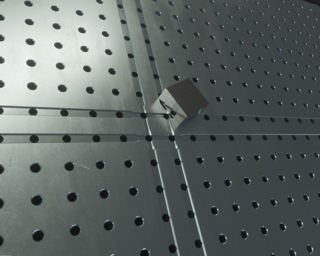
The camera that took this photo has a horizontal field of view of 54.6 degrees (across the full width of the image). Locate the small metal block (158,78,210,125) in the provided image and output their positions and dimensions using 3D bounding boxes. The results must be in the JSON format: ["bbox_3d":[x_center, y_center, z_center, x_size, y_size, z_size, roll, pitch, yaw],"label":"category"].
[{"bbox_3d":[0.035,-0.039,0.450,0.050,0.025,0.050,-29,78,-37],"label":"small metal block"}]
